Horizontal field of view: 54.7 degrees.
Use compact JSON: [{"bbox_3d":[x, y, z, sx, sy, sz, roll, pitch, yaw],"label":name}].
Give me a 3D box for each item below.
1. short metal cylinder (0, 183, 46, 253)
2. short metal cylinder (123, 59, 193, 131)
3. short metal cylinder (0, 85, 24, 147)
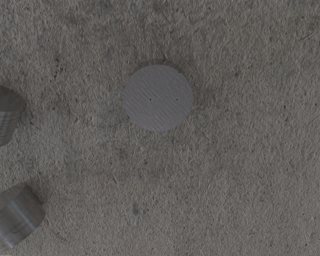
[{"bbox_3d":[-0.206,0.121,0.423,0.080,0.080,0.050,-26,108,9],"label":"short metal cylinder"},{"bbox_3d":[-0.003,-0.042,0.381,0.081,0.050,0.079,0,110,0],"label":"short metal cylinder"},{"bbox_3d":[-0.213,-0.019,0.371,0.080,0.080,0.050,25,108,-9],"label":"short metal cylinder"}]
